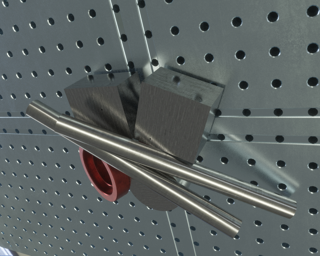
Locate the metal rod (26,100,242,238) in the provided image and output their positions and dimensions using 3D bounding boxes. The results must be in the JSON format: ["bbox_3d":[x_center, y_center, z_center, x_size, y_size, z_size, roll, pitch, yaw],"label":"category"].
[{"bbox_3d":[-0.038,0.047,0.389,0.301,0.025,0.025,30,128,8],"label":"metal rod"}]

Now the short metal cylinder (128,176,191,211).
[{"bbox_3d":[0.002,0.068,0.430,0.080,0.050,0.079,13,124,21],"label":"short metal cylinder"}]

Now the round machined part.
[{"bbox_3d":[-0.074,0.055,0.454,0.098,0.042,0.097,33,137,37],"label":"round machined part"}]

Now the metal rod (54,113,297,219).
[{"bbox_3d":[0.021,0.047,0.376,0.302,0.025,0.025,21,128,-2],"label":"metal rod"}]

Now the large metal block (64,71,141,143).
[{"bbox_3d":[-0.066,-0.025,0.405,0.080,0.050,0.080,1,119,27],"label":"large metal block"}]

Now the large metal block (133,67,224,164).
[{"bbox_3d":[0.020,-0.016,0.368,0.080,0.050,0.079,22,127,15],"label":"large metal block"}]
